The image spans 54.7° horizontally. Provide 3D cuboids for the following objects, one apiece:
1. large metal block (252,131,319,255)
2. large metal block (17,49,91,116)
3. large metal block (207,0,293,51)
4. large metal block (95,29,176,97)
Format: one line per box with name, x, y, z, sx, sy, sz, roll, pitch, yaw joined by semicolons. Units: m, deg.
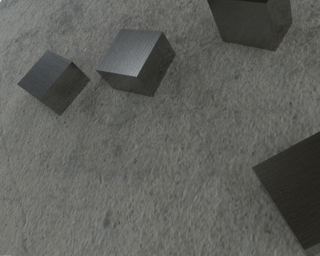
large metal block;0.143;0.057;0.277;0.080;0.050;0.080;-30;52;8
large metal block;-0.181;-0.078;0.528;0.080;0.050;0.080;29;78;37
large metal block;0.117;-0.152;0.400;0.080;0.080;0.050;24;75;36
large metal block;-0.035;-0.099;0.466;0.080;0.050;0.080;15;70;34
